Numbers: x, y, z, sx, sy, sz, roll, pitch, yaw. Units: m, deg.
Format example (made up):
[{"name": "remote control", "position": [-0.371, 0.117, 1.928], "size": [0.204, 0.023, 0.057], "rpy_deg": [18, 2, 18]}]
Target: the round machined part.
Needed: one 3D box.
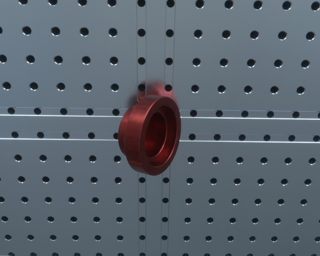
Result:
[{"name": "round machined part", "position": [-0.015, 0.007, 0.386], "size": [0.042, 0.099, 0.097], "rpy_deg": [10, 114, 30]}]
